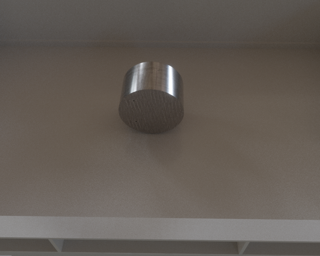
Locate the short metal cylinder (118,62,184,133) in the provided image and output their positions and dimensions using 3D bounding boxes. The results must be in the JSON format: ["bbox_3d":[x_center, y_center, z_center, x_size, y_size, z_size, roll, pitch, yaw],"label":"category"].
[{"bbox_3d":[-0.010,-0.038,0.397,0.080,0.080,0.050,1,50,1],"label":"short metal cylinder"}]
